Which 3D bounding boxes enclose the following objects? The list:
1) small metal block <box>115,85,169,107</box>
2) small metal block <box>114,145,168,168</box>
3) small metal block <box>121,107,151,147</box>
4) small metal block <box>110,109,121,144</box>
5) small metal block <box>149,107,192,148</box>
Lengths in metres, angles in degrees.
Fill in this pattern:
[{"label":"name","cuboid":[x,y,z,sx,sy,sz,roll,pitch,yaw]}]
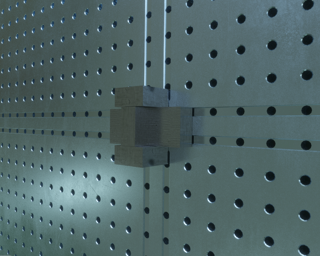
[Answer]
[{"label":"small metal block","cuboid":[-0.024,-0.040,0.410,0.050,0.050,0.025,1,91,39]},{"label":"small metal block","cuboid":[-0.024,0.035,0.411,0.050,0.050,0.025,1,91,39]},{"label":"small metal block","cuboid":[-0.024,-0.002,0.410,0.025,0.050,0.050,1,91,40]},{"label":"small metal block","cuboid":[-0.045,-0.002,0.444,0.050,0.025,0.050,1,91,39]},{"label":"small metal block","cuboid":[0.013,-0.002,0.396,0.050,0.025,0.050,2,91,39]}]
